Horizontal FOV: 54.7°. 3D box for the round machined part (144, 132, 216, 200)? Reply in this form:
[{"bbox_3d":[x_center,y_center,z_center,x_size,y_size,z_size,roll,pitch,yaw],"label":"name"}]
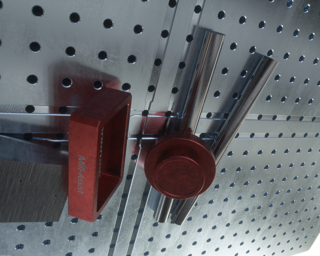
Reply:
[{"bbox_3d":[0.027,0.058,0.423,0.099,0.042,0.097,3,114,6],"label":"round machined part"}]

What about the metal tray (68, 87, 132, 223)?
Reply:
[{"bbox_3d":[-0.067,0.029,0.353,0.030,0.090,0.129,15,118,10],"label":"metal tray"}]

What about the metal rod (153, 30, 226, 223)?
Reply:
[{"bbox_3d":[0.035,0.014,0.440,0.025,0.025,0.298,0,119,-29],"label":"metal rod"}]

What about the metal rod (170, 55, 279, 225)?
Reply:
[{"bbox_3d":[0.093,0.029,0.482,0.025,0.025,0.298,15,111,-35],"label":"metal rod"}]

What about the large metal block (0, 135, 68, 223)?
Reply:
[{"bbox_3d":[-0.149,0.059,0.351,0.081,0.050,0.079,11,113,-33],"label":"large metal block"}]
